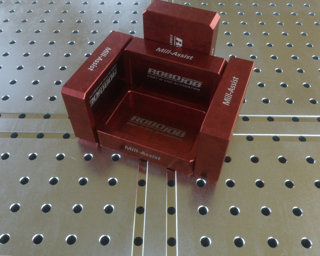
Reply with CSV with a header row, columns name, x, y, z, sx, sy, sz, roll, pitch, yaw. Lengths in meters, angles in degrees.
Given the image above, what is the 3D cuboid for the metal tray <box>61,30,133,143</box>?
name,x,y,z,sx,sy,sz,roll,pitch,yaw
metal tray,-0.073,-0.056,0.412,0.030,0.090,0.130,17,52,14

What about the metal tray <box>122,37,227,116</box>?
name,x,y,z,sx,sy,sz,roll,pitch,yaw
metal tray,0.018,-0.064,0.419,0.130,0.090,0.030,17,53,13

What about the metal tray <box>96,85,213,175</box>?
name,x,y,z,sx,sy,sz,roll,pitch,yaw
metal tray,-0.005,-0.002,0.405,0.130,0.030,0.090,17,52,14

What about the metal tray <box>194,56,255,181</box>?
name,x,y,z,sx,sy,sz,roll,pitch,yaw
metal tray,0.078,-0.013,0.376,0.030,0.090,0.130,17,52,14

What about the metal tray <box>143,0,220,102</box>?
name,x,y,z,sx,sy,sz,roll,pitch,yaw
metal tray,0.026,-0.100,0.423,0.090,0.129,0.030,18,53,14
